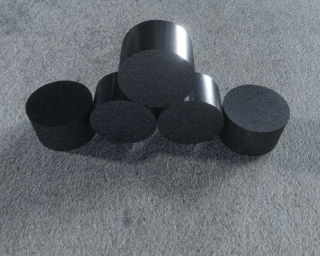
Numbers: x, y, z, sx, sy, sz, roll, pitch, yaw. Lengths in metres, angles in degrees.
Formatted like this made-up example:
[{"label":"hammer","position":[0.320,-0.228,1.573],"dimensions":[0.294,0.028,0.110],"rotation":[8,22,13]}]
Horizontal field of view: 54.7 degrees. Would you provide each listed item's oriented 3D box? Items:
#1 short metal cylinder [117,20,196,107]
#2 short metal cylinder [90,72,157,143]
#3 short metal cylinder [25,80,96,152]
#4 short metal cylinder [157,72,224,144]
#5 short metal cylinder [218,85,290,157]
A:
[{"label":"short metal cylinder","position":[-0.003,-0.068,0.336],"dimensions":[0.080,0.080,0.050],"rotation":[1,51,0]},{"label":"short metal cylinder","position":[-0.044,-0.024,0.389],"dimensions":[0.080,0.080,0.050],"rotation":[0,50,0]},{"label":"short metal cylinder","position":[-0.124,-0.016,0.401],"dimensions":[0.081,0.050,0.080],"rotation":[0,50,0]},{"label":"short metal cylinder","position":[0.037,-0.023,0.389],"dimensions":[0.080,0.080,0.050],"rotation":[0,49,0]},{"label":"short metal cylinder","position":[0.117,-0.010,0.397],"dimensions":[0.081,0.050,0.080],"rotation":[0,50,0]}]
